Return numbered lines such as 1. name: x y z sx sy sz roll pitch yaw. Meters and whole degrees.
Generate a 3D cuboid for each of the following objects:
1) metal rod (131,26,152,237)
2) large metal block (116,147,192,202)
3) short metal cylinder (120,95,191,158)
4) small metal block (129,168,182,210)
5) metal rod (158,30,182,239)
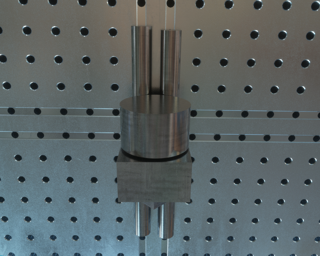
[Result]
1. metal rod: -0.024 0.018 0.421 0.025 0.025 0.298 1 110 -1
2. large metal block: -0.006 0.046 0.374 0.081 0.080 0.050 0 110 -1
3. short metal cylinder: -0.006 -0.005 0.360 0.081 0.080 0.050 1 110 -1
4. small metal block: -0.007 0.075 0.403 0.050 0.050 0.025 -18 118 -42
5. metal rod: 0.011 0.022 0.423 0.025 0.025 0.298 1 110 -1
